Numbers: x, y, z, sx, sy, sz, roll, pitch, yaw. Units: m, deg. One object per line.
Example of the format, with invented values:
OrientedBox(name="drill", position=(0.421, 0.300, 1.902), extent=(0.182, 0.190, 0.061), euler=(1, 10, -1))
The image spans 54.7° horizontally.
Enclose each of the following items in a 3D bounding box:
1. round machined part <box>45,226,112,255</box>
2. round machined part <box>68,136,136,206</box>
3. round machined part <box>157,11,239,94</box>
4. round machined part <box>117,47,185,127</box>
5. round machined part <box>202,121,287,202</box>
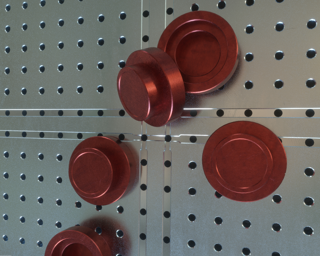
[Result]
OrientedBox(name="round machined part", position=(-0.111, 0.188, 0.441), extent=(0.098, 0.042, 0.097), euler=(0, 90, 19))
OrientedBox(name="round machined part", position=(-0.087, 0.060, 0.433), extent=(0.098, 0.042, 0.097), euler=(0, 90, 19))
OrientedBox(name="round machined part", position=(0.049, -0.090, 0.386), extent=(0.098, 0.042, 0.097), euler=(0, 90, 19))
OrientedBox(name="round machined part", position=(-0.017, -0.046, 0.381), extent=(0.098, 0.042, 0.097), euler=(32, 134, 41))
OrientedBox(name="round machined part", position=(0.099, 0.040, 0.369), extent=(0.098, 0.042, 0.097), euler=(0, 90, 19))
